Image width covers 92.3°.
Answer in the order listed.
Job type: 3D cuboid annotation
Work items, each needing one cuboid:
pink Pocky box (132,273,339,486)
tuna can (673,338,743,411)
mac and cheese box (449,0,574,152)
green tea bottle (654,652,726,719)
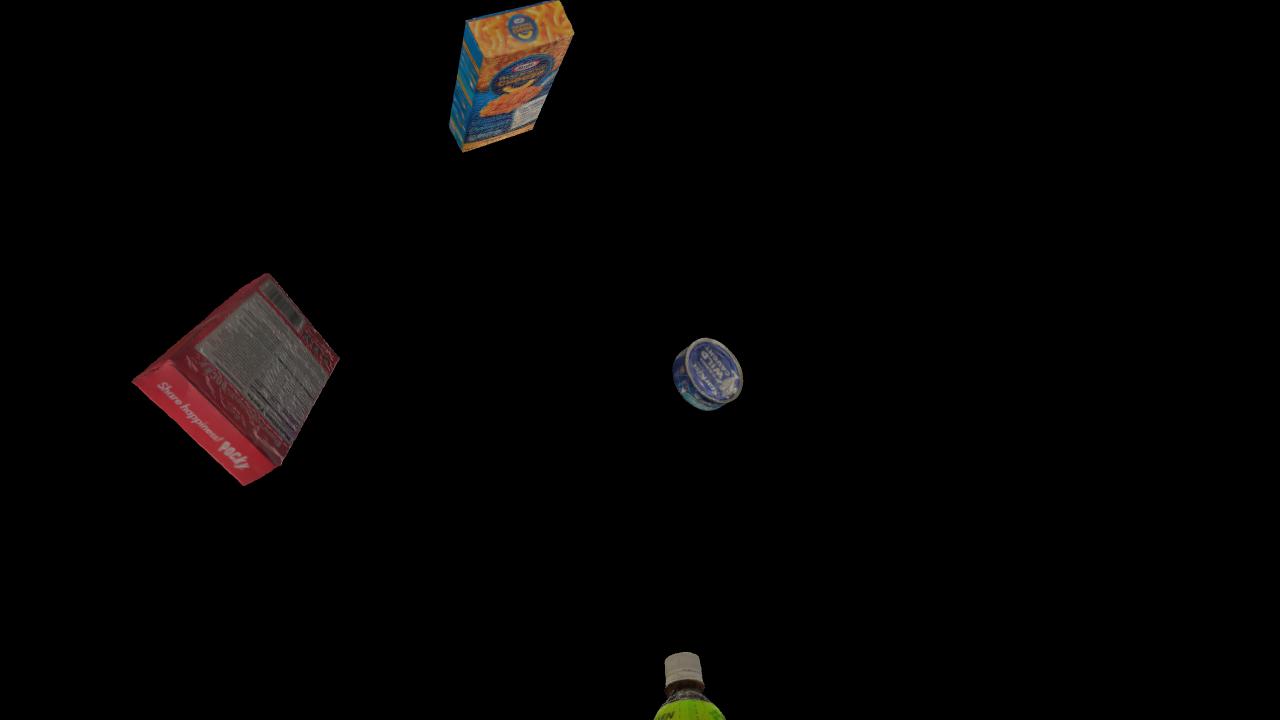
[{"bbox_3d":[-0.254,0.005,0.407,0.029,0.084,0.155,-28,28,2],"label":"pink Pocky box"},{"bbox_3d":[0.081,0.018,0.739,0.084,0.084,0.034,0,-25,-34],"label":"tuna can"},{"bbox_3d":[-0.135,-0.277,0.616,0.093,0.041,0.184,-26,3,-22],"label":"mac and cheese box"},{"bbox_3d":[0.042,0.325,0.447,0.073,0.073,0.212,0,40,-1],"label":"green tea bottle"}]
